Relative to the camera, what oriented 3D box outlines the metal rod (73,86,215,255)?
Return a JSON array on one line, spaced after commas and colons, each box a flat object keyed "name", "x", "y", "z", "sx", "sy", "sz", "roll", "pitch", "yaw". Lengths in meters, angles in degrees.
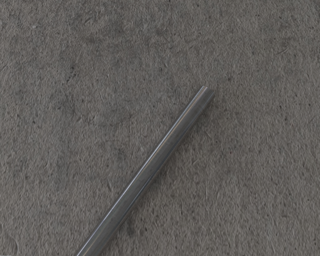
[{"name": "metal rod", "x": -0.022, "y": 0.065, "z": 0.384, "sx": 0.025, "sy": 0.025, "sz": 0.300, "roll": 34, "pitch": 73, "yaw": 11}]
